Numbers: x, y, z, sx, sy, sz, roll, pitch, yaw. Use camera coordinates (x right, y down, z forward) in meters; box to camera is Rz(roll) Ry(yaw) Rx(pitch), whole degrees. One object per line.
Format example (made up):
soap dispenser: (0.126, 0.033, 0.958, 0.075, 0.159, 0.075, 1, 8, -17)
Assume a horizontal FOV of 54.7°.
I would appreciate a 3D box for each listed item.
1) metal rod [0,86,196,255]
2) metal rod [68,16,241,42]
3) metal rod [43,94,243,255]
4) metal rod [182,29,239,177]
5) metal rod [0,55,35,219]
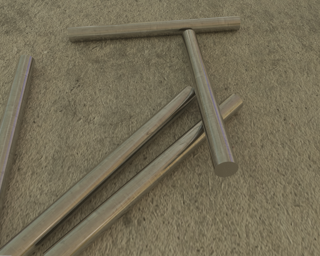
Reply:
metal rod: (-0.052, 0.039, 0.369, 0.025, 0.025, 0.301, 32, 57, 24)
metal rod: (-0.007, -0.176, 0.551, 0.302, 0.025, 0.025, -6, 50, -5)
metal rod: (0.001, 0.046, 0.364, 0.025, 0.025, 0.302, 37, 59, 26)
metal rod: (0.059, -0.058, 0.427, 0.025, 0.025, 0.300, -3, 43, -2)
metal rod: (-0.193, 0.008, 0.394, 0.025, 0.025, 0.300, -5, 50, -4)
